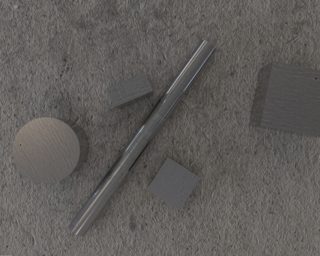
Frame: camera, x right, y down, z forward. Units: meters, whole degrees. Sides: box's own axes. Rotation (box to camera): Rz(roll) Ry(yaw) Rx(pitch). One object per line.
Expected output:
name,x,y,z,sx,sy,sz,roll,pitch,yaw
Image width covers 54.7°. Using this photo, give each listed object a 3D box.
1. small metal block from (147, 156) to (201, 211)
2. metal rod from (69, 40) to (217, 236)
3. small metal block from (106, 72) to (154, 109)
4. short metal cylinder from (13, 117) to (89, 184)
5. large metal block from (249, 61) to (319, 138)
small metal block,0.018,0.072,0.410,0.050,0.025,0.050,33,90,0
metal rod,-0.022,0.013,0.409,0.025,0.025,0.299,36,90,0
small metal block,-0.036,-0.046,0.397,0.050,0.050,0.025,-23,90,0
short metal cylinder,-0.136,0.027,0.396,0.081,0.050,0.080,0,90,0
large metal block,0.168,-0.034,0.399,0.080,0.050,0.080,11,90,0
